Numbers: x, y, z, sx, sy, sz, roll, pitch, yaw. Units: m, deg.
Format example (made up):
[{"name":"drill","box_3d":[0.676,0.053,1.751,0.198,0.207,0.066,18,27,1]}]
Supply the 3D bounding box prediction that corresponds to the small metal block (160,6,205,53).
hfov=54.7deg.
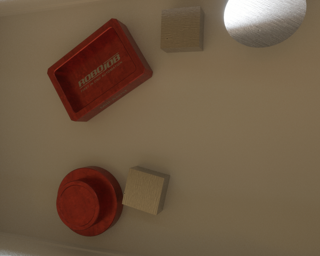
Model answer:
[{"name":"small metal block","box_3d":[0.029,-0.126,0.400,0.050,0.025,0.050,2,91,19]}]

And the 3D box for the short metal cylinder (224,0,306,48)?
[{"name":"short metal cylinder","box_3d":[0.111,-0.135,0.335,0.080,0.080,0.050,-6,48,19]}]

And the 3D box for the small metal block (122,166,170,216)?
[{"name":"small metal block","box_3d":[-0.018,0.083,0.416,0.050,0.025,0.050,13,94,19]}]

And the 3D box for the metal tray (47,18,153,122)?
[{"name":"metal tray","box_3d":[-0.087,-0.078,0.437,0.130,0.030,0.090,-32,80,16]}]

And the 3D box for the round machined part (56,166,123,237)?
[{"name":"round machined part","box_3d":[-0.105,0.105,0.437,0.098,0.042,0.097,0,90,19]}]
